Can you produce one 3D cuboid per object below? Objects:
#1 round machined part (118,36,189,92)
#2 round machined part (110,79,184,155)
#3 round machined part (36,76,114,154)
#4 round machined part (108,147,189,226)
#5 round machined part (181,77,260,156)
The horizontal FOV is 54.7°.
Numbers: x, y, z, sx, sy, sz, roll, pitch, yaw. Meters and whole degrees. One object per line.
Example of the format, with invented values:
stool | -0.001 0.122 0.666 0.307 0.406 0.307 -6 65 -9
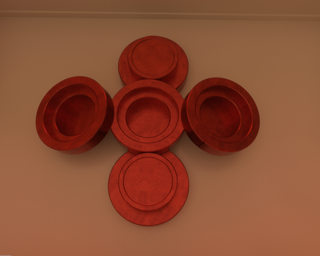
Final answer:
round machined part | -0.009 -0.088 0.431 0.099 0.042 0.098 0 70 0
round machined part | -0.015 -0.011 0.402 0.099 0.042 0.098 0 70 0
round machined part | -0.103 -0.013 0.394 0.098 0.042 0.098 -6 69 16
round machined part | -0.014 0.067 0.374 0.099 0.042 0.098 0 70 0
round machined part | 0.072 -0.011 0.394 0.099 0.042 0.098 6 69 -16
